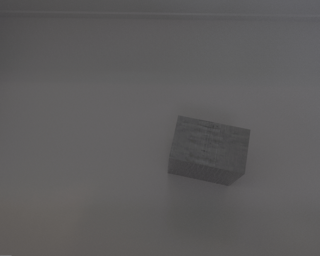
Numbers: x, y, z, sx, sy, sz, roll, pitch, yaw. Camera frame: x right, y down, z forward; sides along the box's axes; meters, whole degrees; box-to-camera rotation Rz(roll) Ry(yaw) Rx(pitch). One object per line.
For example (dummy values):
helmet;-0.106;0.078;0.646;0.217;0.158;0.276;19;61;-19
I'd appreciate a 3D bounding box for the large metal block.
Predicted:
large metal block;0.054;0.030;0.370;0.080;0.080;0.050;12;71;4
